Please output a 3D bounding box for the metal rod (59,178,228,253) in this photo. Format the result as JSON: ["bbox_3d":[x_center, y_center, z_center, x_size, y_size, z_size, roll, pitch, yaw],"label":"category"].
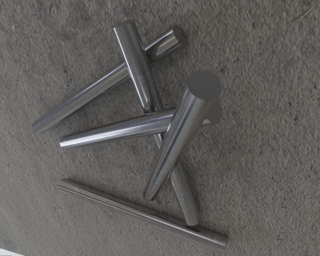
[{"bbox_3d":[-0.039,0.139,0.513,0.301,0.025,0.025,15,125,19],"label":"metal rod"}]

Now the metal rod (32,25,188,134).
[{"bbox_3d":[-0.088,-0.051,0.421,0.299,0.025,0.025,-24,106,36],"label":"metal rod"}]

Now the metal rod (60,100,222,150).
[{"bbox_3d":[-0.051,0.003,0.392,0.299,0.025,0.025,-11,114,47],"label":"metal rod"}]

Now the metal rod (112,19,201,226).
[{"bbox_3d":[0.006,0.014,0.393,0.025,0.025,0.299,-2,124,29],"label":"metal rod"}]

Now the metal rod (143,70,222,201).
[{"bbox_3d":[0.008,0.035,0.347,0.025,0.025,0.299,32,153,7],"label":"metal rod"}]
